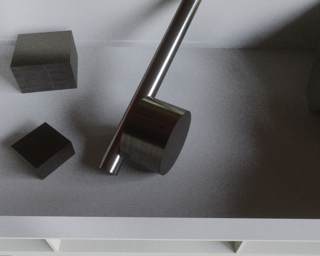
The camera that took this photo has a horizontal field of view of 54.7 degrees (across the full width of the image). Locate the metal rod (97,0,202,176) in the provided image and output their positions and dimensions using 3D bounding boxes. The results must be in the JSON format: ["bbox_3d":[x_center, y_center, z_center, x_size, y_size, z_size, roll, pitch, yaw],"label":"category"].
[{"bbox_3d":[-0.001,-0.080,0.404,0.025,0.025,0.300,20,74,16],"label":"metal rod"}]

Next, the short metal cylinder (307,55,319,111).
[{"bbox_3d":[0.243,-0.060,0.423,0.050,0.080,0.080,7,50,5],"label":"short metal cylinder"}]

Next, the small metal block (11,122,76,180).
[{"bbox_3d":[-0.142,0.027,0.381,0.050,0.025,0.050,32,57,24],"label":"small metal block"}]

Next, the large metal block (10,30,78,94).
[{"bbox_3d":[-0.172,-0.102,0.472,0.081,0.050,0.080,-7,50,-6],"label":"large metal block"}]

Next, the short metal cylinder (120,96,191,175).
[{"bbox_3d":[-0.003,0.009,0.362,0.050,0.080,0.080,22,53,17],"label":"short metal cylinder"}]
